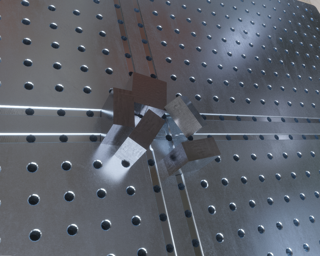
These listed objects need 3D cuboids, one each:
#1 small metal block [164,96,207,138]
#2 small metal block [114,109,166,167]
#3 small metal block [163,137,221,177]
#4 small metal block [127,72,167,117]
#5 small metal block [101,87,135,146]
[{"bbox_3d":[0.037,-0.016,0.422,0.050,0.025,0.050,55,16,6],"label":"small metal block"},{"bbox_3d":[-0.024,0.012,0.373,0.025,0.050,0.050,37,51,-4],"label":"small metal block"},{"bbox_3d":[0.040,0.037,0.393,0.050,0.050,0.025,-8,66,-32],"label":"small metal block"},{"bbox_3d":[-0.019,-0.044,0.426,0.050,0.025,0.050,14,56,-21],"label":"small metal block"},{"bbox_3d":[-0.052,-0.012,0.373,0.025,0.050,0.050,9,58,-24],"label":"small metal block"}]
